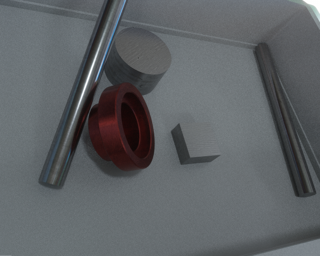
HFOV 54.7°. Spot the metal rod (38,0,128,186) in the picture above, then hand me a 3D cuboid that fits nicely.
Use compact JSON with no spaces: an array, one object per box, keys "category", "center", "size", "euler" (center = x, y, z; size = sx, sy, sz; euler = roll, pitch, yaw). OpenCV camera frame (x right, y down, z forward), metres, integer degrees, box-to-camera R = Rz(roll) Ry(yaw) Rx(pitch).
[{"category":"metal rod","center":[-0.069,-0.084,0.345],"size":[0.025,0.025,0.299],"euler":[20,78,-17]}]

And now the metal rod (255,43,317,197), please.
[{"category":"metal rod","center":[0.212,-0.029,0.540],"size":[0.025,0.025,0.299],"euler":[10,58,-24]}]

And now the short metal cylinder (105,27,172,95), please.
[{"category":"short metal cylinder","center":[-0.031,-0.092,0.430],"size":[0.081,0.050,0.080],"euler":[14,56,-21]}]

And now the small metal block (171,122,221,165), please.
[{"category":"small metal block","center":[0.048,0.020,0.421],"size":[0.050,0.025,0.050],"euler":[-2,63,-29]}]

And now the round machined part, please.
[{"category":"round machined part","center":[-0.044,0.001,0.350],"size":[0.098,0.042,0.097],"euler":[-13,90,-71]}]
